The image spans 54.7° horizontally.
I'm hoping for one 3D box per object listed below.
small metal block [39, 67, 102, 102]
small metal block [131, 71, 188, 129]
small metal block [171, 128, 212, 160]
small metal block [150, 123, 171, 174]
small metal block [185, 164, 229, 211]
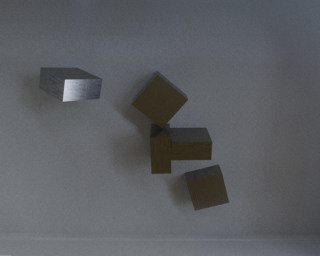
[{"bbox_3d":[-0.105,-0.053,0.366,0.050,0.050,0.025,27,114,35],"label":"small metal block"},{"bbox_3d":[0.000,-0.036,0.398,0.050,0.025,0.050,38,105,-13],"label":"small metal block"},{"bbox_3d":[0.039,0.020,0.406,0.050,0.050,0.025,0,110,0],"label":"small metal block"},{"bbox_3d":[0.001,0.026,0.408,0.025,0.050,0.050,-1,110,0],"label":"small metal block"},{"bbox_3d":[0.067,0.085,0.444,0.050,0.025,0.050,-15,110,5],"label":"small metal block"}]
